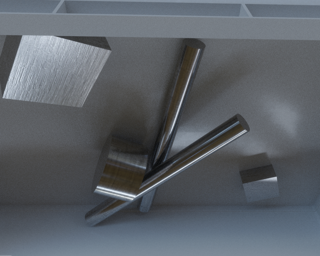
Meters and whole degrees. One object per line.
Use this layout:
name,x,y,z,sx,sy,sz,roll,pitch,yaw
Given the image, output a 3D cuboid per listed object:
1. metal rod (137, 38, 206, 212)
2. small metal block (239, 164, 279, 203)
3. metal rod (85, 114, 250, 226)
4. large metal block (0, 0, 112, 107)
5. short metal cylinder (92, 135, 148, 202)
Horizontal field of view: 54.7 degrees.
metal rod,0.005,0.020,0.426,0.025,0.025,0.298,9,130,-8
small metal block,0.156,0.088,0.486,0.050,0.025,0.050,-15,129,11
metal rod,-0.008,0.071,0.435,0.025,0.025,0.299,37,123,-27
large metal block,-0.108,-0.070,0.312,0.081,0.050,0.080,5,136,-39
short metal cylinder,-0.055,0.054,0.419,0.050,0.080,0.079,19,127,-16
